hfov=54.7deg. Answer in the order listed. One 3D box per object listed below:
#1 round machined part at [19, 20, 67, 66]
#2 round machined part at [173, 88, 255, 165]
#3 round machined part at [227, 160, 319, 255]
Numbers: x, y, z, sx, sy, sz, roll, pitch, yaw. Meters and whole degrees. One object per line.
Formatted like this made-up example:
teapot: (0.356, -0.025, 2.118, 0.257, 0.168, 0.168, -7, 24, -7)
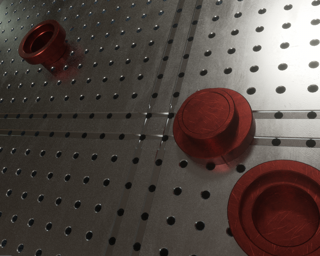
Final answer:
round machined part: (-0.226, -0.163, 0.613, 0.098, 0.042, 0.098, -13, 56, 20)
round machined part: (0.060, -0.008, 0.370, 0.098, 0.042, 0.098, -13, 56, 20)
round machined part: (0.116, 0.082, 0.286, 0.098, 0.042, 0.098, -13, 56, 20)
